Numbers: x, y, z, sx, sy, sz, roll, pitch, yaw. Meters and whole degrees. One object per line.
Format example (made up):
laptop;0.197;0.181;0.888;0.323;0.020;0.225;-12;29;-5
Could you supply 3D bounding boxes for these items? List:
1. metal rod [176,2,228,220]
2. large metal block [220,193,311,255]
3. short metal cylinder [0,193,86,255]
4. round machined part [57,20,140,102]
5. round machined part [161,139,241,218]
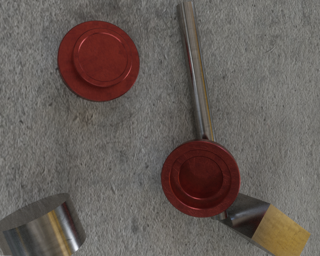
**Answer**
metal rod;0.059;-0.021;0.430;0.025;0.025;0.298;-11;94;-20
large metal block;0.142;0.138;0.433;0.080;0.080;0.050;37;78;-17
short metal cylinder;-0.127;0.111;0.333;0.081;0.080;0.050;-22;98;-19
round machined part;-0.072;-0.081;0.373;0.099;0.042;0.097;0;90;-20
round machined part;0.054;0.062;0.405;0.098;0.042;0.097;1;96;11
